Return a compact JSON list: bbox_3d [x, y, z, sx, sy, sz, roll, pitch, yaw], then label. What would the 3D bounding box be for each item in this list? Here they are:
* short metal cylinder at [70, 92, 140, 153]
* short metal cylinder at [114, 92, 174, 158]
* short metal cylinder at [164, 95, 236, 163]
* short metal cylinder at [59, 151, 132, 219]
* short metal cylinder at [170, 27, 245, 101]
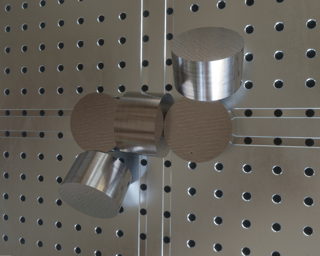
[{"bbox_3d":[-0.073,-0.006,0.423,0.080,0.050,0.079,0,90,19],"label":"short metal cylinder"},{"bbox_3d":[-0.016,-0.005,0.388,0.050,0.080,0.079,5,92,19],"label":"short metal cylinder"},{"bbox_3d":[0.051,0.000,0.380,0.080,0.050,0.079,0,90,19],"label":"short metal cylinder"},{"bbox_3d":[-0.083,0.075,0.405,0.080,0.050,0.080,11,137,11],"label":"short metal cylinder"},{"bbox_3d":[0.054,-0.075,0.357,0.080,0.080,0.050,9,135,19],"label":"short metal cylinder"}]
